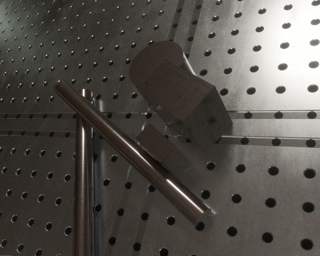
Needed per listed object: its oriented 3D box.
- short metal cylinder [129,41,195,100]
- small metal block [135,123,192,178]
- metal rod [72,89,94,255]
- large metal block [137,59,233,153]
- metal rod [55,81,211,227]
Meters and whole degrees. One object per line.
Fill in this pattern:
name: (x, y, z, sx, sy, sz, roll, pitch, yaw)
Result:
short metal cylinder: (0.004, -0.075, 0.434, 0.080, 0.050, 0.080, -13, 56, 20)
small metal block: (0.004, 0.028, 0.372, 0.025, 0.050, 0.050, -46, 51, -4)
metal rod: (-0.102, 0.067, 0.418, 0.025, 0.025, 0.299, -20, 54, 16)
large metal block: (0.031, -0.025, 0.371, 0.050, 0.080, 0.080, -48, 52, -5)
metal rod: (-0.054, 0.016, 0.406, 0.025, 0.025, 0.300, -48, 58, -6)
